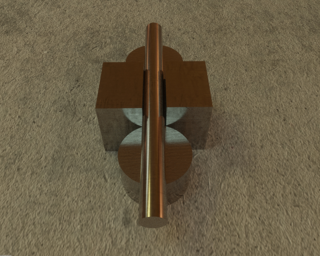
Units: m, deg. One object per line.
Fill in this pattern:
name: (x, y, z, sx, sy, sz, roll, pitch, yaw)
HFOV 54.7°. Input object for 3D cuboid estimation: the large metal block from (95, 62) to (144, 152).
large metal block: (-0.045, -0.026, 0.390, 0.050, 0.080, 0.080, -1, 50, -1)

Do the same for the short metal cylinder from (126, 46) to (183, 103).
short metal cylinder: (-0.008, -0.077, 0.453, 0.081, 0.050, 0.080, 0, 49, 0)

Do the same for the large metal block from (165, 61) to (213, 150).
large metal block: (0.032, -0.028, 0.392, 0.050, 0.080, 0.080, -1, 50, -1)

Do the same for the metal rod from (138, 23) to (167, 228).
metal rod: (-0.008, -0.032, 0.366, 0.025, 0.025, 0.300, 0, 50, 0)

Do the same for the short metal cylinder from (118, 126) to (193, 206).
short metal cylinder: (-0.005, 0.043, 0.353, 0.081, 0.050, 0.080, 0, 49, 0)
